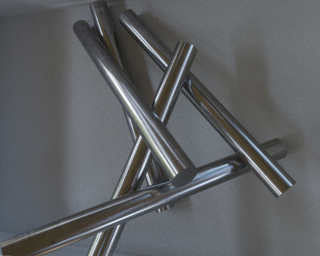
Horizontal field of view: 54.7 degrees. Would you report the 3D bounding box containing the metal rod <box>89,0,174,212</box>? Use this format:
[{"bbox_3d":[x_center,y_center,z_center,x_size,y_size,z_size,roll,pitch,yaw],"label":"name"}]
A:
[{"bbox_3d":[-0.041,-0.034,0.424,0.025,0.025,0.299,-21,83,19],"label":"metal rod"}]

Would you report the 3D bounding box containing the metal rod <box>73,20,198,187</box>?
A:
[{"bbox_3d":[-0.047,-0.052,0.359,0.025,0.025,0.300,-47,50,14],"label":"metal rod"}]

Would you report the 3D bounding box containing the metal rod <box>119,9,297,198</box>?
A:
[{"bbox_3d":[0.040,-0.045,0.366,0.025,0.025,0.300,-45,65,14],"label":"metal rod"}]

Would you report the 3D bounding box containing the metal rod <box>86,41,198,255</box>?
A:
[{"bbox_3d":[-0.026,0.044,0.334,0.025,0.025,0.299,20,82,19],"label":"metal rod"}]

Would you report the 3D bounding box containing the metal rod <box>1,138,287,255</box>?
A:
[{"bbox_3d":[0.003,0.067,0.316,0.302,0.025,0.025,-17,83,-18],"label":"metal rod"}]
